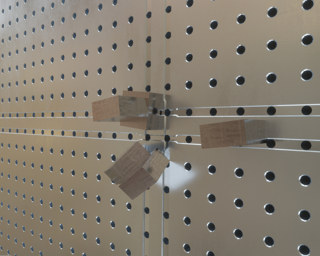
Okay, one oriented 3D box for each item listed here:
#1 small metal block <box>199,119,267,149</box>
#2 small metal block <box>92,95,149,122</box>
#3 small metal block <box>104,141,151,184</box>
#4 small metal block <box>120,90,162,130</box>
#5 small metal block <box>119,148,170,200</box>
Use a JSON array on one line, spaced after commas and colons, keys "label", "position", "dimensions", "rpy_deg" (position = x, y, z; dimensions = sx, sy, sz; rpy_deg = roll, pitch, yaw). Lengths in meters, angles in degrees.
[{"label": "small metal block", "position": [0.078, 0.007, 0.328], "dimensions": [0.050, 0.050, 0.025], "rpy_deg": [-8, 85, 39]}, {"label": "small metal block", "position": [-0.051, -0.024, 0.401], "dimensions": [0.050, 0.050, 0.025], "rpy_deg": [-9, 85, 39]}, {"label": "small metal block", "position": [-0.044, 0.047, 0.413], "dimensions": [0.025, 0.050, 0.050], "rpy_deg": [46, 157, -4]}, {"label": "small metal block", "position": [-0.027, -0.025, 0.430], "dimensions": [0.050, 0.025, 0.050], "rpy_deg": [9, 96, 39]}, {"label": "small metal block", "position": [-0.020, 0.059, 0.404], "dimensions": [0.025, 0.050, 0.050], "rpy_deg": [46, 122, -4]}]
